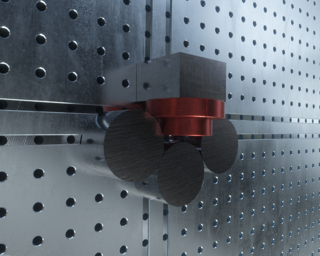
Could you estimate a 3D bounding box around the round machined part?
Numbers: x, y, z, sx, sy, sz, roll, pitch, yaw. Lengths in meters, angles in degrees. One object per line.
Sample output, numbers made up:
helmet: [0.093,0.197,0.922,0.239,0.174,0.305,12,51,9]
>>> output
round machined part: [0.031,-0.011,0.385,0.099,0.098,0.042,2,88,-40]

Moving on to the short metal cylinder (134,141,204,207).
short metal cylinder: [0.012,0.057,0.403,0.081,0.050,0.079,0,90,-40]

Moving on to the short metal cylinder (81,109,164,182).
short metal cylinder: [-0.042,0.019,0.358,0.081,0.050,0.079,0,90,-40]

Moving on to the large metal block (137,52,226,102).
large metal block: [0.027,-0.058,0.395,0.081,0.080,0.050,1,90,-40]

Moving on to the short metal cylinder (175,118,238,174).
short metal cylinder: [0.069,0.024,0.451,0.081,0.050,0.079,0,90,-40]
